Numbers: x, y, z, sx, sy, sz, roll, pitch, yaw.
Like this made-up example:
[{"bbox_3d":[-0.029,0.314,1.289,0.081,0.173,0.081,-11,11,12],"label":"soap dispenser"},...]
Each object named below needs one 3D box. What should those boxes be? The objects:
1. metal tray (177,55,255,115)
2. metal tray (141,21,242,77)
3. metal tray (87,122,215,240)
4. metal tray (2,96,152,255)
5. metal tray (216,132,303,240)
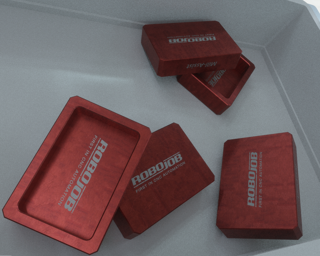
[{"bbox_3d":[0.096,-0.092,0.512,0.090,0.030,0.131,41,51,-1],"label":"metal tray"},{"bbox_3d":[0.046,-0.124,0.473,0.131,0.030,0.090,-10,52,-18],"label":"metal tray"},{"bbox_3d":[-0.007,0.056,0.366,0.131,0.030,0.090,-25,76,-37],"label":"metal tray"},{"bbox_3d":[-0.075,0.043,0.303,0.090,0.030,0.130,24,68,0],"label":"metal tray"},{"bbox_3d":[0.124,0.070,0.389,0.030,0.090,0.130,53,39,-40],"label":"metal tray"}]
